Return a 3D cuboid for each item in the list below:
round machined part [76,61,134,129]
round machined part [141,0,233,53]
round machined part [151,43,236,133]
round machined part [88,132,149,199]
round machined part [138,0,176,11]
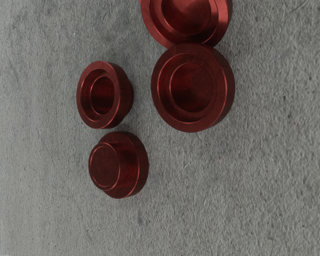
[{"bbox_3d":[-0.077,-0.047,0.458,0.098,0.042,0.097,0,90,40],"label":"round machined part"},{"bbox_3d":[0.032,-0.135,0.345,0.098,0.042,0.097,15,139,14],"label":"round machined part"},{"bbox_3d":[0.041,-0.046,0.353,0.098,0.042,0.097,10,107,36],"label":"round machined part"},{"bbox_3d":[-0.066,0.054,0.449,0.098,0.042,0.097,0,90,40],"label":"round machined part"},{"bbox_3d":[0.005,-0.190,0.390,0.098,0.042,0.097,0,90,40],"label":"round machined part"}]
